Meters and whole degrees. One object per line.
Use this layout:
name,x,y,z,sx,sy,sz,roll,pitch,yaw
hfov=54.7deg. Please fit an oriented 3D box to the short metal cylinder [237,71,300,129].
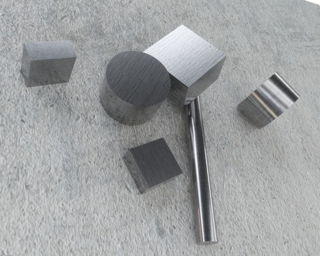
short metal cylinder,0.168,-0.043,0.485,0.050,0.080,0.081,49,51,6

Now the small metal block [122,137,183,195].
small metal block,-0.009,0.045,0.372,0.050,0.025,0.050,-18,71,-35

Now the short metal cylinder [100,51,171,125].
short metal cylinder,-0.032,-0.050,0.394,0.081,0.050,0.080,9,62,-16

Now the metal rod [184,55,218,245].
metal rod,0.048,0.002,0.428,0.025,0.025,0.299,11,57,-22

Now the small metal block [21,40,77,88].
small metal block,-0.131,-0.075,0.363,0.050,0.050,0.025,-14,69,-34

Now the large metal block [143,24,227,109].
large metal block,0.032,-0.087,0.435,0.080,0.050,0.080,40,64,17
